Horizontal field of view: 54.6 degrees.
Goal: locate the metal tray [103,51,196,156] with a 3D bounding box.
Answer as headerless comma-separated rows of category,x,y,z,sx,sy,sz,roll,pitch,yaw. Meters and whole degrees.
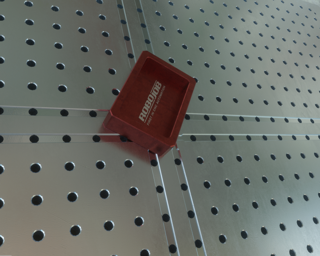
metal tray,-0.009,-0.037,0.422,0.090,0.030,0.130,29,52,-10
